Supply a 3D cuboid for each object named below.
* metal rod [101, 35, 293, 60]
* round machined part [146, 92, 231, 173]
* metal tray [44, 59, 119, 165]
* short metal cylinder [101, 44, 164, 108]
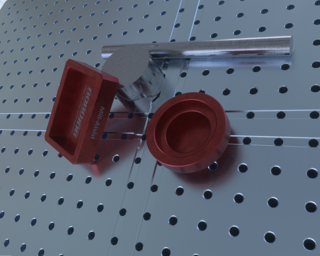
[{"bbox_3d":[0.035,-0.116,0.461,0.300,0.025,0.025,6,65,31],"label":"metal rod"},{"bbox_3d":[0.036,0.009,0.373,0.098,0.042,0.098,-13,56,21],"label":"round machined part"},{"bbox_3d":[-0.115,-0.024,0.444,0.090,0.030,0.129,29,104,37],"label":"metal tray"},{"bbox_3d":[-0.040,-0.077,0.461,0.080,0.050,0.080,-13,56,21],"label":"short metal cylinder"}]
